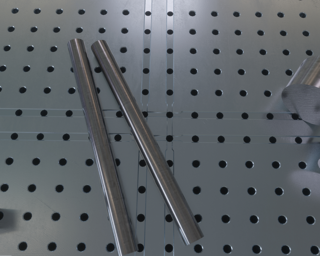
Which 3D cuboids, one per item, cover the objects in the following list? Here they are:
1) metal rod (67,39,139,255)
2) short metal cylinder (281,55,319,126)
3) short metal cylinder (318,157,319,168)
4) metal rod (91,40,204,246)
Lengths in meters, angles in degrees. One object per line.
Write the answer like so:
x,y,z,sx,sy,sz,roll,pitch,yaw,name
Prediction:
-0.080,0.011,0.407,0.025,0.025,0.299,-16,71,-6,metal rod
0.208,-0.047,0.401,0.080,0.080,0.050,35,74,11,short metal cylinder
0.241,0.035,0.372,0.080,0.080,0.050,30,73,10,short metal cylinder
-0.024,0.006,0.409,0.025,0.025,0.299,-24,72,-9,metal rod
